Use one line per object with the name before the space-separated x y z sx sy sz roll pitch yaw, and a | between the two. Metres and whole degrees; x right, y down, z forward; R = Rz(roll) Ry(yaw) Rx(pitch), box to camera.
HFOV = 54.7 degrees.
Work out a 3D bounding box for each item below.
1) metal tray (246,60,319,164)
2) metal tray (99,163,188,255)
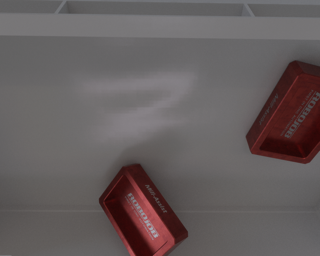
metal tray | 0.179 -0.014 0.395 0.091 0.030 0.129 11 129 -10
metal tray | -0.029 0.128 0.451 0.030 0.130 0.089 -6 140 -50
